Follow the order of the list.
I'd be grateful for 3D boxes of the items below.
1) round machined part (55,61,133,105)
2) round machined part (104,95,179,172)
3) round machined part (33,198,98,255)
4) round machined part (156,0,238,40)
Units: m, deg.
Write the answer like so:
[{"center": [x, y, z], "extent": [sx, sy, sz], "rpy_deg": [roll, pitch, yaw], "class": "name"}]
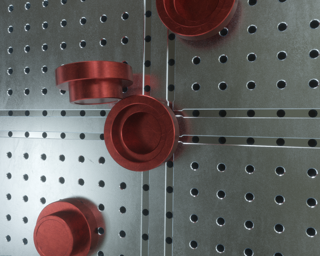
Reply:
[{"center": [-0.084, -0.055, 0.404], "extent": [0.098, 0.098, 0.042], "rpy_deg": [-5, 88, 20], "class": "round machined part"}, {"center": [-0.021, 0.006, 0.411], "extent": [0.098, 0.042, 0.097], "rpy_deg": [0, 90, 20], "class": "round machined part"}, {"center": [-0.144, 0.157, 0.455], "extent": [0.098, 0.042, 0.097], "rpy_deg": [0, 90, 20], "class": "round machined part"}, {"center": [0.048, -0.158, 0.387], "extent": [0.098, 0.042, 0.097], "rpy_deg": [0, 90, 20], "class": "round machined part"}]
